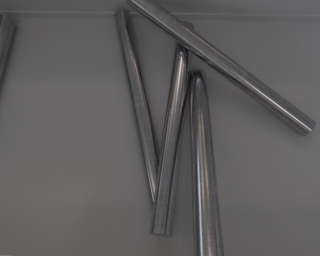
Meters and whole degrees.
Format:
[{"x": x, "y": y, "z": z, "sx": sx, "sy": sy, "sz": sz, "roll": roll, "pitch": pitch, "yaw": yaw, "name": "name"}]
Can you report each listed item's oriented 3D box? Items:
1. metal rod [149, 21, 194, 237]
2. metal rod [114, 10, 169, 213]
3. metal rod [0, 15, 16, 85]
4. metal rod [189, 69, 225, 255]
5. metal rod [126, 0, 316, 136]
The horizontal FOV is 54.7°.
[{"x": 0.020, "y": -0.018, "z": 0.400, "sx": 0.025, "sy": 0.025, "sz": 0.299, "roll": 7, "pitch": 64, "yaw": 2, "name": "metal rod"}, {"x": -0.027, "y": -0.033, "z": 0.421, "sx": 0.025, "sy": 0.025, "sz": 0.299, "roll": -11, "pitch": 70, "yaw": -4, "name": "metal rod"}, {"x": -0.239, "y": -0.022, "z": 0.415, "sx": 0.025, "sy": 0.025, "sz": 0.299, "roll": 3, "pitch": 70, "yaw": 1, "name": "metal rod"}, {"x": 0.046, "y": 0.032, "z": 0.331, "sx": 0.025, "sy": 0.025, "sz": 0.300, "roll": 3, "pitch": 44, "yaw": 1, "name": "metal rod"}, {"x": 0.080, "y": -0.091, "z": 0.420, "sx": 0.300, "sy": 0.025, "sz": 0.025, "roll": 38, "pitch": 74, "yaw": 4, "name": "metal rod"}]
